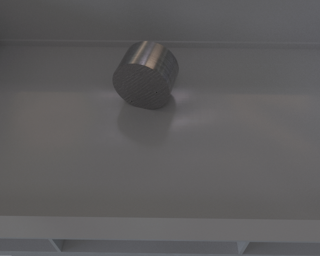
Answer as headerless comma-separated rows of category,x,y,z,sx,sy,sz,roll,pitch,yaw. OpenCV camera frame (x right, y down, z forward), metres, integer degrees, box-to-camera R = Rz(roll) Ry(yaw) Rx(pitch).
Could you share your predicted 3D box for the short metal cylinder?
short metal cylinder,-0.019,-0.072,0.430,0.080,0.080,0.050,12,51,10
